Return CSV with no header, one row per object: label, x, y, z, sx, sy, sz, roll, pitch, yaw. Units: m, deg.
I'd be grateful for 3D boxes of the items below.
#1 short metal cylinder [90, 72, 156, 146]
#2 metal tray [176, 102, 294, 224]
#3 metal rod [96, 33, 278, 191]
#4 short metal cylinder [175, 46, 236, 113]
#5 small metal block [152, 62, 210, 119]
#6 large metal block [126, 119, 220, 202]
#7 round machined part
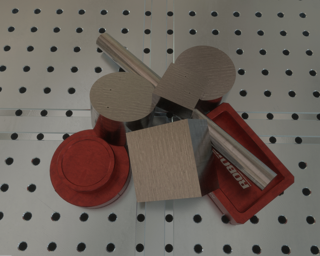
short metal cylinder,-0.047,-0.025,0.391,0.081,0.050,0.080,5,53,-6
metal tray,0.088,0.042,0.390,0.090,0.030,0.130,-35,74,-12
metal rod,0.018,-0.034,0.394,0.025,0.025,0.300,-41,66,-14
short metal cylinder,0.057,-0.063,0.418,0.081,0.050,0.080,0,70,0
small metal block,0.024,-0.043,0.368,0.050,0.025,0.050,25,64,9
large metal block,0.014,0.037,0.353,0.080,0.050,0.080,-13,84,30
round machined part,-0.086,0.047,0.380,0.099,0.042,0.098,0,70,0
